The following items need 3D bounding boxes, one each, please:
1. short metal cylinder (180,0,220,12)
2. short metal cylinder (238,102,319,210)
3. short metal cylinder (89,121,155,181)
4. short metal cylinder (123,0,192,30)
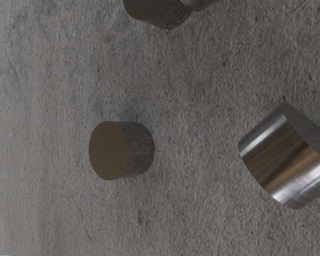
[{"bbox_3d":[0.046,-0.174,0.331,0.050,0.081,0.080,-19,78,38],"label":"short metal cylinder"},{"bbox_3d":[0.117,0.023,0.273,0.050,0.081,0.080,-49,61,29],"label":"short metal cylinder"},{"bbox_3d":[-0.054,0.030,0.434,0.080,0.050,0.080,0,90,40],"label":"short metal cylinder"},{"bbox_3d":[-0.001,-0.170,0.389,0.080,0.050,0.080,0,90,40],"label":"short metal cylinder"}]
